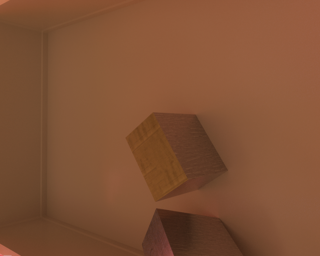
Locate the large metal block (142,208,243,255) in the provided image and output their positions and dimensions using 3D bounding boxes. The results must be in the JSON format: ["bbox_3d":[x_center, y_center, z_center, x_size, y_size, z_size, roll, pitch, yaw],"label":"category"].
[{"bbox_3d":[0.034,0.134,0.323,0.080,0.081,0.050,-123,50,-64],"label":"large metal block"}]

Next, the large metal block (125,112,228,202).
[{"bbox_3d":[0.020,0.030,0.355,0.050,0.081,0.080,-41,65,32],"label":"large metal block"}]
